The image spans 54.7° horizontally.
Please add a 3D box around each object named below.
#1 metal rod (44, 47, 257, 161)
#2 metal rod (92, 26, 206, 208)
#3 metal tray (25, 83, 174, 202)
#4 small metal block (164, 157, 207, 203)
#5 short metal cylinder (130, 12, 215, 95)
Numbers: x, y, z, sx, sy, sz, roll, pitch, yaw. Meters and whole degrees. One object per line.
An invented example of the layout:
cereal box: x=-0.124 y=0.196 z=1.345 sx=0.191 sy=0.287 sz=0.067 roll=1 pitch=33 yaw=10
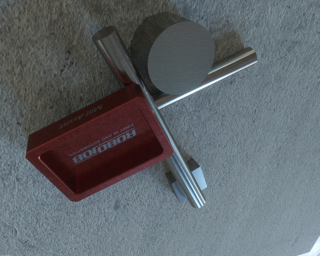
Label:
metal rod: x=-0.009 y=-0.032 z=0.385 sx=0.302 sy=0.025 sz=0.025 roll=-26 pitch=128 yaw=-12
metal rod: x=0.003 y=0.012 z=0.387 sx=0.025 sy=0.025 sz=0.299 roll=-34 pitch=129 yaw=-6
metal tray: x=-0.061 y=0.019 z=0.335 sx=0.130 sy=0.030 sz=0.090 roll=-26 pitch=129 yaw=3
small metal block: x=0.041 y=0.082 z=0.483 sx=0.050 sy=0.025 sz=0.050 roll=-30 pitch=129 yaw=-10
short metal cylinder: x=0.013 y=-0.084 z=0.348 sx=0.081 sy=0.050 sz=0.079 roll=-14 pitch=125 yaw=-21
